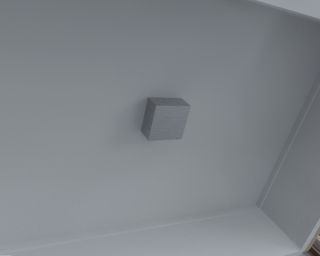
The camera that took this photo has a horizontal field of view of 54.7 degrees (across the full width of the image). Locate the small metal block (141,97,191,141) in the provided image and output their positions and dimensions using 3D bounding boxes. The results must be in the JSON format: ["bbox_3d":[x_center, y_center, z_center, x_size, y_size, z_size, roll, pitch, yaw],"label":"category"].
[{"bbox_3d":[0.007,-0.012,0.407,0.050,0.025,0.050,-1,119,-28],"label":"small metal block"}]
